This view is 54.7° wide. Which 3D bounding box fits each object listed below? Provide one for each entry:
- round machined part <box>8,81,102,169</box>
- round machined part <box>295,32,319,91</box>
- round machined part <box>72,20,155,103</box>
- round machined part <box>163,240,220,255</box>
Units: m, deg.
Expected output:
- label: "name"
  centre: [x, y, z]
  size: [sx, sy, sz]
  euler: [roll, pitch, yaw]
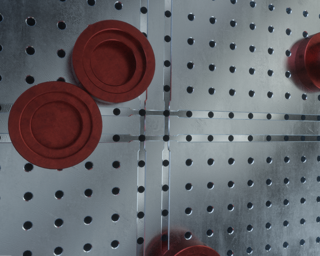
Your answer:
- label: "round machined part"
  centre: [-0.120, -0.003, 0.360]
  size: [0.099, 0.042, 0.097]
  euler: [0, 90, -21]
- label: "round machined part"
  centre: [0.276, -0.110, 0.508]
  size: [0.099, 0.042, 0.097]
  euler: [0, 90, -20]
- label: "round machined part"
  centre: [-0.059, -0.078, 0.382]
  size: [0.099, 0.042, 0.097]
  euler: [0, 90, -21]
- label: "round machined part"
  centre: [0.037, 0.201, 0.419]
  size: [0.099, 0.042, 0.097]
  euler: [0, 90, -20]
